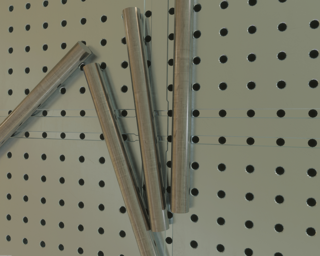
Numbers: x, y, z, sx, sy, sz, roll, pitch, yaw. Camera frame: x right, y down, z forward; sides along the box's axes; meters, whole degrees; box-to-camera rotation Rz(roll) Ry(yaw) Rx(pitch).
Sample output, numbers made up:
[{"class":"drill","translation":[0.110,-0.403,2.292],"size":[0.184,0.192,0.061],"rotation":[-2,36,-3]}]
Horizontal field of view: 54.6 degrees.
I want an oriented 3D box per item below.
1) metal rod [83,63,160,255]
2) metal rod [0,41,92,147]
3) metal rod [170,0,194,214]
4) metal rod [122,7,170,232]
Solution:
[{"class":"metal rod","translation":[-0.053,0.052,0.431],"size":[0.025,0.025,0.299],"rotation":[-21,83,19]},{"class":"metal rod","translation":[-0.219,-0.023,0.490],"size":[0.299,0.025,0.025],"rotation":[-41,77,15]},{"class":"metal rod","translation":[0.029,-0.041,0.402],"size":[0.025,0.025,0.298],"rotation":[1,90,20]},{"class":"metal rod","translation":[-0.020,-0.013,0.419],"size":[0.025,0.025,0.299],"rotation":[-9,87,20]}]
